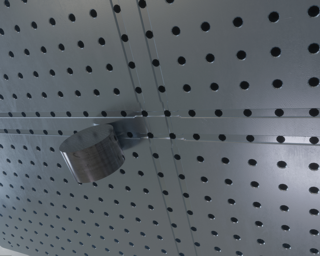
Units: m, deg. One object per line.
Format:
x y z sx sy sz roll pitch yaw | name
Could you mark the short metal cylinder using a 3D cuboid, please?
-0.097 0.035 0.449 0.080 0.080 0.050 -5 116 30 | short metal cylinder
